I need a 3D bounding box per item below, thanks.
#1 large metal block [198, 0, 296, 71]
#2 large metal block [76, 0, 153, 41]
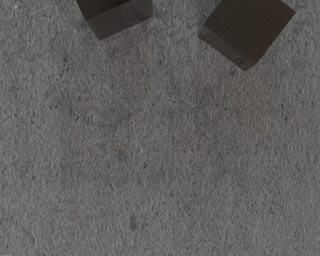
[{"bbox_3d":[0.108,-0.132,0.398,0.080,0.050,0.080,37,90,0],"label":"large metal block"},{"bbox_3d":[-0.056,-0.158,0.382,0.080,0.080,0.050,-24,90,0],"label":"large metal block"}]
